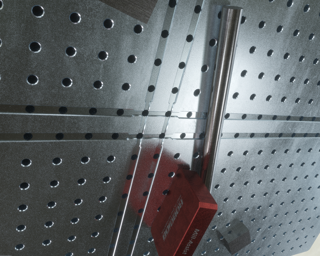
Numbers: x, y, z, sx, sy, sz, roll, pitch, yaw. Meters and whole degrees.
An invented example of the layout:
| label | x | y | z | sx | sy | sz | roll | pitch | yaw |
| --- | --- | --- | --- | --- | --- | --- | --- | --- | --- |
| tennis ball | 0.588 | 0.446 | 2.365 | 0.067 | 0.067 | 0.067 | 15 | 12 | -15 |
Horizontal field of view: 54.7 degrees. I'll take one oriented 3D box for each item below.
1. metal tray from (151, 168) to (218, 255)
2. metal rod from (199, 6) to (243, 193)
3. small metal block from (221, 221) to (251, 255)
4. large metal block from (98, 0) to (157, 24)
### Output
| label | x | y | z | sx | sy | sz | roll | pitch | yaw |
| --- | --- | --- | --- | --- | --- | --- | --- | --- | --- |
| metal tray | 0.032 | 0.139 | 0.471 | 0.030 | 0.090 | 0.129 | 14 | 111 | -23 |
| metal rod | 0.080 | -0.016 | 0.446 | 0.025 | 0.025 | 0.298 | -11 | 124 | -23 |
| small metal block | 0.159 | 0.230 | 0.644 | 0.050 | 0.025 | 0.050 | -28 | 128 | -11 |
| large metal block | -0.037 | -0.153 | 0.281 | 0.081 | 0.050 | 0.080 | 16 | 110 | -35 |
